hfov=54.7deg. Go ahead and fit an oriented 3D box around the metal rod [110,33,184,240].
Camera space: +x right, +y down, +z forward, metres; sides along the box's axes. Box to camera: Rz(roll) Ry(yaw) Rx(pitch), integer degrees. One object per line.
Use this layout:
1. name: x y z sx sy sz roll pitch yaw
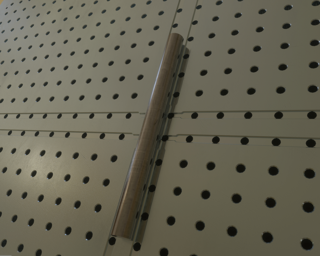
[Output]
1. metal rod: -0.010 -0.007 0.416 0.025 0.025 0.300 1 62 28
